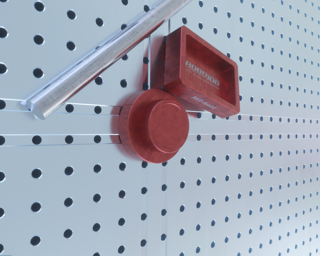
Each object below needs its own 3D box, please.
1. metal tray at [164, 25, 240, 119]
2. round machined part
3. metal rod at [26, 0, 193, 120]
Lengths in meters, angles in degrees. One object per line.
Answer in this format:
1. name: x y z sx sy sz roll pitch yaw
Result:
1. metal tray: 0.064 -0.076 0.447 0.131 0.030 0.090 22 61 -38
2. round machined part: -0.001 -0.003 0.400 0.099 0.042 0.097 0 90 -40
3. metal rod: -0.034 -0.113 0.381 0.301 0.025 0.025 -47 119 -30
